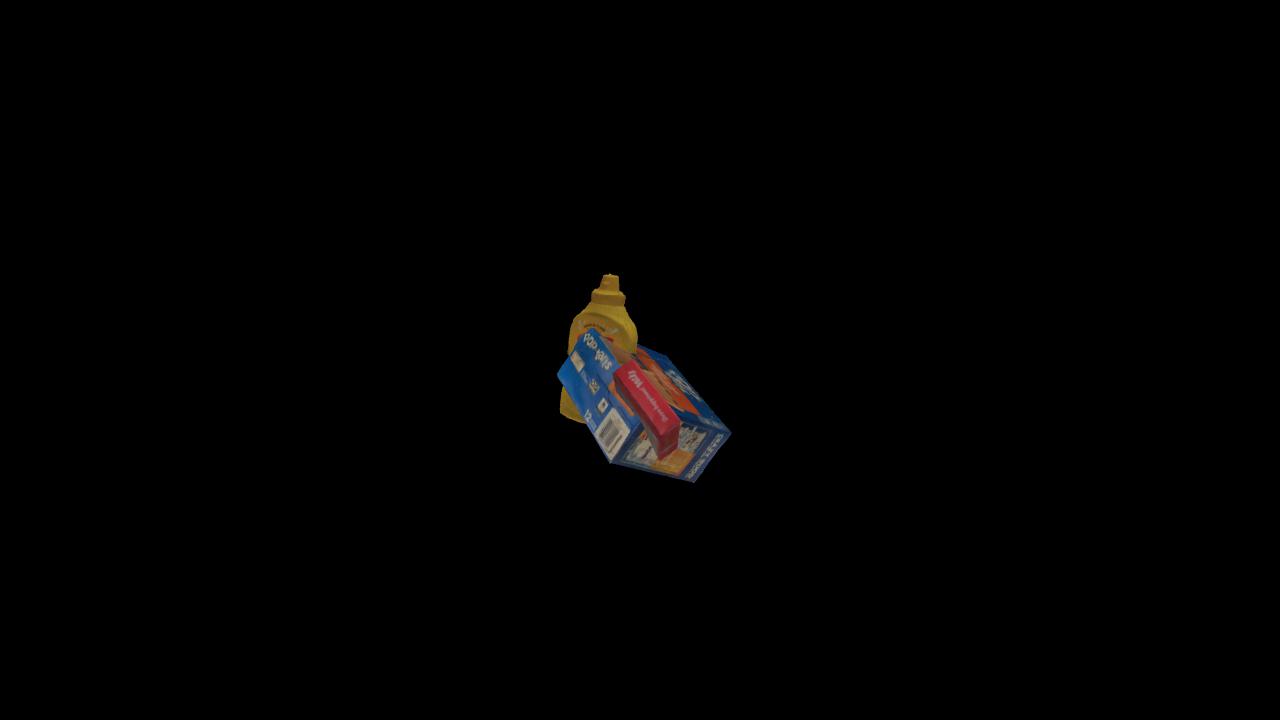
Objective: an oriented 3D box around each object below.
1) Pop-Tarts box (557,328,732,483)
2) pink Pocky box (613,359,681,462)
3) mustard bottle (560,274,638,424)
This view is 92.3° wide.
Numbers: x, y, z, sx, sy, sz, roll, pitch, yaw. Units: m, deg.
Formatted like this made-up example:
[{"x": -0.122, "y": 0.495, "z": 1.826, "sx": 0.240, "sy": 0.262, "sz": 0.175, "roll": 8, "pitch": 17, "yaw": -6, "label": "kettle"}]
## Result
[{"x": 0.002, "y": 0.051, "z": 0.735, "sx": 0.141, "sy": 0.083, "sz": 0.167, "roll": 22, "pitch": 21, "yaw": -41, "label": "Pop-Tarts box"}, {"x": 0.008, "y": 0.066, "z": 0.675, "sx": 0.029, "sy": 0.084, "sz": 0.155, "roll": -33, "pitch": -21, "yaw": -12, "label": "pink Pocky box"}, {"x": -0.047, "y": -0.014, "z": 0.755, "sx": 0.092, "sy": 0.184, "sz": 0.054, "roll": 14, "pitch": 11, "yaw": 32, "label": "mustard bottle"}]
